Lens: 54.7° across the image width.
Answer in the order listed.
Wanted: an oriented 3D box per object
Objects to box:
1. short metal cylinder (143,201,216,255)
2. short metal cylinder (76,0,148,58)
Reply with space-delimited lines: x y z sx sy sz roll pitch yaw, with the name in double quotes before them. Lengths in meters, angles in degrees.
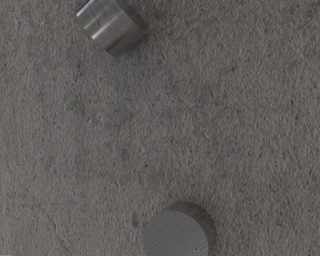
"short metal cylinder" 0.025 0.137 0.387 0.080 0.050 0.080 0 90 20
"short metal cylinder" -0.061 -0.139 0.401 0.050 0.080 0.080 -36 79 16
